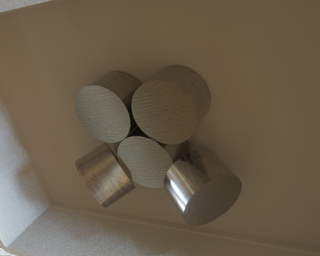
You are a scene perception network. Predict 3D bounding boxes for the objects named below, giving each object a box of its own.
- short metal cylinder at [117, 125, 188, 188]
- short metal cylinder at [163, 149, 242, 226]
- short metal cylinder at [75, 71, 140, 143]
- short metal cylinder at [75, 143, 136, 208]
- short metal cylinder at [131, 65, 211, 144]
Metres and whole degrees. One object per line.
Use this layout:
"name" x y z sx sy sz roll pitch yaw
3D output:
"short metal cylinder" -0.009 0.033 0.412 0.080 0.050 0.079 13 124 20
"short metal cylinder" 0.052 0.072 0.379 0.050 0.081 0.079 51 143 46
"short metal cylinder" -0.062 -0.028 0.403 0.080 0.050 0.079 13 124 20
"short metal cylinder" -0.077 0.067 0.444 0.050 0.080 0.080 -33 104 -7
"short metal cylinder" 0.014 -0.028 0.365 0.080 0.050 0.079 13 124 20
